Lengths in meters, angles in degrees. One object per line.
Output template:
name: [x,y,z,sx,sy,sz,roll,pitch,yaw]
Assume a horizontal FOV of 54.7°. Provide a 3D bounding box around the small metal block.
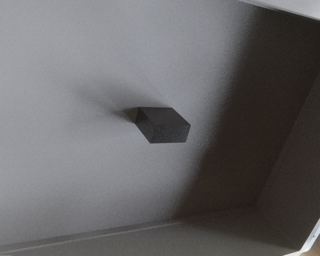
small metal block: [0.003,-0.004,0.393,0.050,0.050,0.025,0,119,-29]
